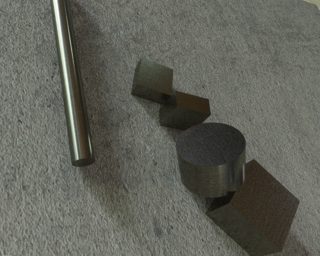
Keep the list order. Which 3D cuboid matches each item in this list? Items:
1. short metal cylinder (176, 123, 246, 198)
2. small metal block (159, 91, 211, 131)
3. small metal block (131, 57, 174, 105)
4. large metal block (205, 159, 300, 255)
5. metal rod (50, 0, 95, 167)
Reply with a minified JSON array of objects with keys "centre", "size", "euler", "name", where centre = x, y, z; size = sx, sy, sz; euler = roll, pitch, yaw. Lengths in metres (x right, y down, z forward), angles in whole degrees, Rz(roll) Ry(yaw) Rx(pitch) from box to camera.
[{"centre":[0.062,0.037,0.375],"size":[0.080,0.050,0.080],"euler":[-7,36,5],"name":"short metal cylinder"},{"centre":[0.033,-0.021,0.420],"size":[0.050,0.050,0.025],"euler":[12,57,-22],"name":"small metal block"},{"centre":[-0.010,-0.066,0.440],"size":[0.050,0.025,0.050],"euler":[18,55,-18],"name":"small metal block"},{"centre":[0.118,0.101,0.392],"size":[0.080,0.050,0.080],"euler":[43,51,1],"name":"large metal block"},{"centre":[-0.119,-0.094,0.398],"size":[0.025,0.025,0.299],"euler":[-1,62,-29],"name":"metal rod"}]
